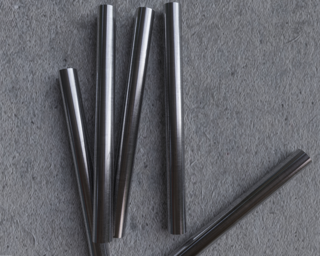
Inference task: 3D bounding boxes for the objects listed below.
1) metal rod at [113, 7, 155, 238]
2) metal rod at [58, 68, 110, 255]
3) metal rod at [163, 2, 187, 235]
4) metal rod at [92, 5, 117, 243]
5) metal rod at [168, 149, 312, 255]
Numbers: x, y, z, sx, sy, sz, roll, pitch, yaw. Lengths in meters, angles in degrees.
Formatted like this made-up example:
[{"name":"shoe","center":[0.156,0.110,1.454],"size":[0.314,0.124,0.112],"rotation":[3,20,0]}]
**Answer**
[{"name":"metal rod","center":[-0.039,-0.007,0.409],"size":[0.025,0.025,0.298],"rotation":[8,90,0]},{"name":"metal rod","center":[-0.096,0.071,0.409],"size":[0.025,0.025,0.298],"rotation":[-10,90,0]},{"name":"metal rod","center":[0.019,-0.012,0.409],"size":[0.025,0.025,0.298],"rotation":[-1,90,0]},{"name":"metal rod","center":[-0.071,-0.009,0.397],"size":[0.025,0.025,0.298],"rotation":[0,86,0]},{"name":"metal rod","center":[0.076,0.132,0.410],"size":[0.300,0.025,0.025],"rotation":[-39,90,0]}]
